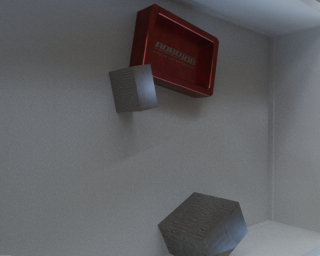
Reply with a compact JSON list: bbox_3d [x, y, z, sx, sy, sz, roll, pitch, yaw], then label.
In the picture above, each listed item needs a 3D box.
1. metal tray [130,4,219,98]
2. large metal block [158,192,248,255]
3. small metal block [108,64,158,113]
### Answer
[{"bbox_3d":[0.024,-0.099,0.425,0.131,0.030,0.090,13,82,-40],"label":"metal tray"},{"bbox_3d":[0.059,0.137,0.423,0.081,0.080,0.050,-33,111,-35],"label":"large metal block"},{"bbox_3d":[-0.032,-0.046,0.365,0.025,0.050,0.050,-17,101,-39],"label":"small metal block"}]
